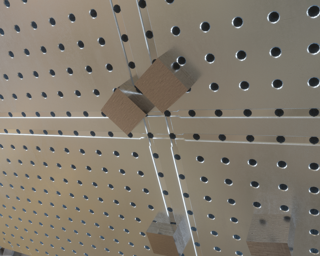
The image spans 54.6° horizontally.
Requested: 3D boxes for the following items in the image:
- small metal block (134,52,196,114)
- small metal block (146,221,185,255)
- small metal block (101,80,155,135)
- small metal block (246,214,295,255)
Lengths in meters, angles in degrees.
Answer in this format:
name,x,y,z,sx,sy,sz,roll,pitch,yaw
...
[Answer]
name,x,y,z,sx,sy,sz,roll,pitch,yaw
small metal block,0.006,-0.054,0.375,0.050,0.025,0.050,46,129,-4
small metal block,0.010,0.188,0.523,0.050,0.025,0.050,-2,118,29
small metal block,-0.044,-0.027,0.419,0.050,0.025,0.050,43,129,-2
small metal block,0.145,0.139,0.405,0.050,0.050,0.025,-10,113,32
